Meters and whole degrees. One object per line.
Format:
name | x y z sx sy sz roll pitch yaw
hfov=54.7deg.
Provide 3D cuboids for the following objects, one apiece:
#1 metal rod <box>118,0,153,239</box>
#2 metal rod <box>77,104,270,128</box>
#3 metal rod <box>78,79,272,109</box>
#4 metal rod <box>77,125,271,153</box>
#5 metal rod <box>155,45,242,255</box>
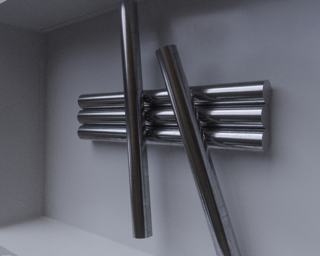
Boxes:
metal rod | -0.032 -0.014 0.396 0.025 0.025 0.298 -7 86 39
metal rod | -0.008 -0.015 0.410 0.300 0.025 0.025 1 91 39
metal rod | -0.007 -0.040 0.409 0.300 0.025 0.025 1 91 39
metal rod | -0.008 0.010 0.410 0.300 0.025 0.025 1 91 39
metal rod | 0.049 0.054 0.337 0.025 0.025 0.298 -20 84 38
